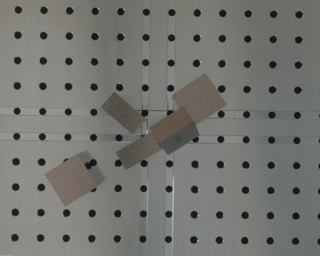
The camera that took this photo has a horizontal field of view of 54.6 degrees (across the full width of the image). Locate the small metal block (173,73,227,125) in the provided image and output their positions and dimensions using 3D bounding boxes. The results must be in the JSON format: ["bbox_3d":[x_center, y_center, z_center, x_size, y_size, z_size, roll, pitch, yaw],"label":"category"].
[{"bbox_3d":[0.052,-0.037,0.414,0.050,0.025,0.050,-34,90,-1],"label":"small metal block"}]

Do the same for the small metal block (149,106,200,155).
[{"bbox_3d":[0.020,0.005,0.398,0.050,0.050,0.025,-33,64,1],"label":"small metal block"}]

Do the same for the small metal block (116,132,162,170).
[{"bbox_3d":[-0.026,0.028,0.401,0.050,0.050,0.025,-30,90,0],"label":"small metal block"}]

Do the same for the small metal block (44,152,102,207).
[{"bbox_3d":[-0.115,0.067,0.413,0.050,0.025,0.050,-32,90,0],"label":"small metal block"}]

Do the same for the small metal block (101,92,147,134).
[{"bbox_3d":[-0.045,-0.018,0.401,0.050,0.050,0.025,41,90,0],"label":"small metal block"}]
